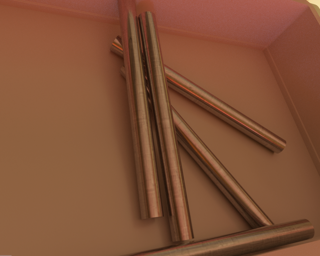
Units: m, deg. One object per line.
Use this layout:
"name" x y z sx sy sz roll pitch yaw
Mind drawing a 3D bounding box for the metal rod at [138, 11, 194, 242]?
"metal rod" 0.004 -0.016 0.390 0.025 0.025 0.299 1 69 -28

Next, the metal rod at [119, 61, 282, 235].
"metal rod" 0.050 0.028 0.414 0.300 0.025 0.025 50 51 7

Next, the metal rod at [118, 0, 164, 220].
"metal rod" -0.028 -0.040 0.390 0.025 0.025 0.299 2 68 -27

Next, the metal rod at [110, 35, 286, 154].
"metal rod" 0.062 -0.046 0.467 0.301 0.025 0.025 31 52 -9

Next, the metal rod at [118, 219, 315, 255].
"metal rod" 0.044 0.132 0.330 0.303 0.025 0.025 -2 63 -23
